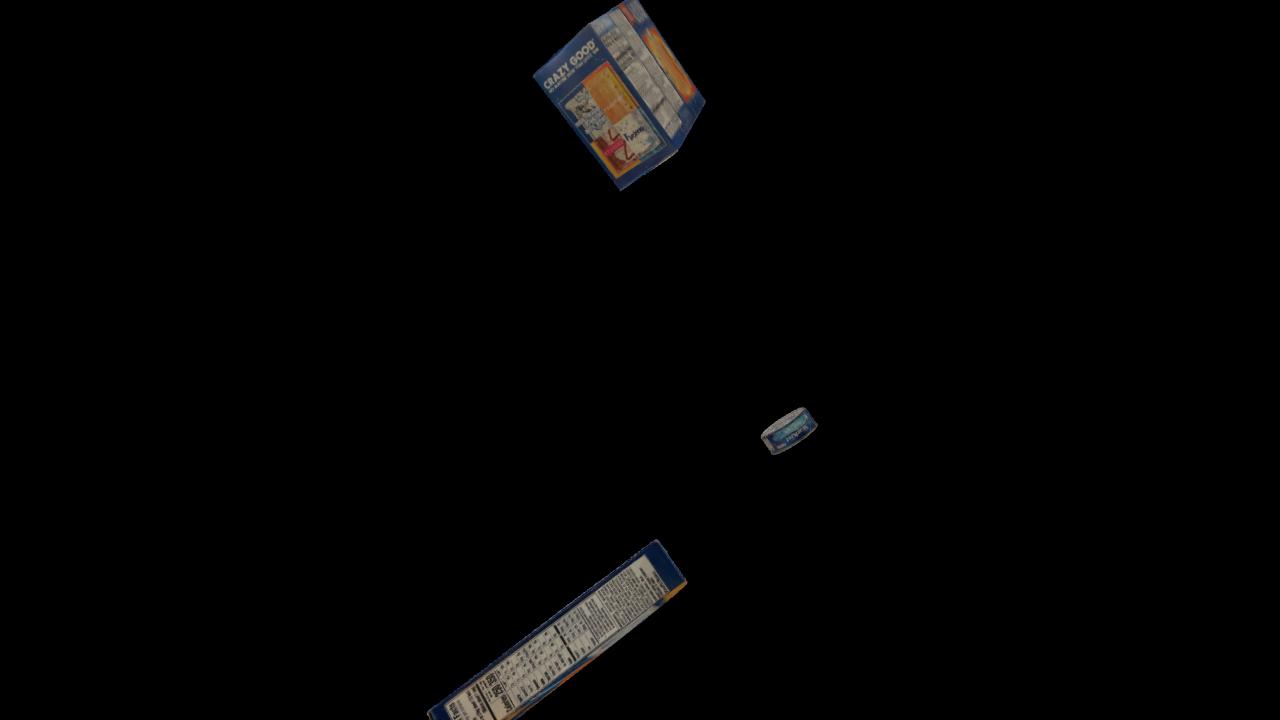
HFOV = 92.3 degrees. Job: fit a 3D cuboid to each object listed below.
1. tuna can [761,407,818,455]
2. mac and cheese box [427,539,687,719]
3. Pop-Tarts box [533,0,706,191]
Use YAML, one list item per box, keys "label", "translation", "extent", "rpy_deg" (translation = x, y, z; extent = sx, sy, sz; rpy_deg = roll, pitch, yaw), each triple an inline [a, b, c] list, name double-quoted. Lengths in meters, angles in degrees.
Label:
- label: "tuna can"
  translation: [0.227, 0.108, 0.941]
  extent: [0.084, 0.034, 0.084]
  rpy_deg: [-34, -3, -2]
- label: "mac and cheese box"
  translation: [-0.049, 0.202, 0.443]
  extent: [0.184, 0.041, 0.093]
  rpy_deg: [-35, -18, -9]
- label: "Pop-Tarts box"
  translation: [-0.013, -0.287, 0.655]
  extent: [0.083, 0.141, 0.167]
  rpy_deg: [-26, 26, 32]
